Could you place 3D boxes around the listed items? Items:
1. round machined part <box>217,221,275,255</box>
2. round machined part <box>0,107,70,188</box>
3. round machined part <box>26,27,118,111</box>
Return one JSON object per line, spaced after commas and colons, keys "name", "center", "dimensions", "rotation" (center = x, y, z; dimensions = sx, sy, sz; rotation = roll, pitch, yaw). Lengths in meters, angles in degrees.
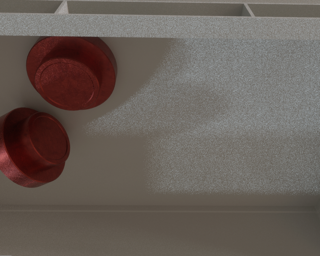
{"name": "round machined part", "center": [0.150, 0.200, 0.541], "dimensions": [0.099, 0.098, 0.042], "rotation": [2, 107, -2]}
{"name": "round machined part", "center": [-0.148, 0.019, 0.376], "dimensions": [0.042, 0.098, 0.098], "rotation": [-24, 126, 18]}
{"name": "round machined part", "center": [-0.099, -0.058, 0.347], "dimensions": [0.099, 0.042, 0.097], "rotation": [0, 130, 0]}
